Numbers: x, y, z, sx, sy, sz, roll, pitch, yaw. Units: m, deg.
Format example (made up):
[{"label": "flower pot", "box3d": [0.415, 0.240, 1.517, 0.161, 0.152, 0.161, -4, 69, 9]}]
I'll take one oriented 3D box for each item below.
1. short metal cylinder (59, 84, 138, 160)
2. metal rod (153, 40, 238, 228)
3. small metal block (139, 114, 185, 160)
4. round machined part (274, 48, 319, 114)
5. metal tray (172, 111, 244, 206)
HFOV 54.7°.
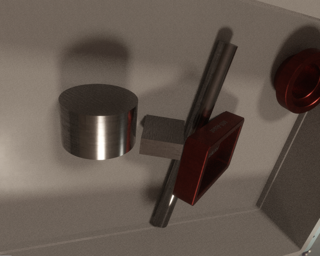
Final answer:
[{"label": "short metal cylinder", "box3d": [-0.065, -0.009, 0.333, 0.081, 0.080, 0.050, -8, 122, -25]}, {"label": "metal rod", "box3d": [0.044, 0.024, 0.448, 0.025, 0.025, 0.298, 4, 117, -31]}, {"label": "small metal block", "box3d": [0.003, 0.011, 0.389, 0.050, 0.050, 0.025, 9, 127, 0]}, {"label": "round machined part", "box3d": [0.215, -0.074, 0.472, 0.099, 0.042, 0.097, -14, 125, -21]}, {"label": "metal tray", "box3d": [0.070, 0.037, 0.427, 0.131, 0.030, 0.089, -29, 137, -52]}]
